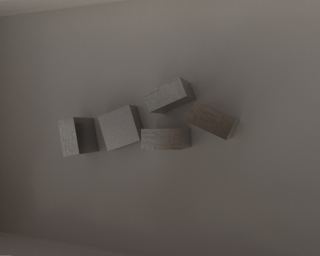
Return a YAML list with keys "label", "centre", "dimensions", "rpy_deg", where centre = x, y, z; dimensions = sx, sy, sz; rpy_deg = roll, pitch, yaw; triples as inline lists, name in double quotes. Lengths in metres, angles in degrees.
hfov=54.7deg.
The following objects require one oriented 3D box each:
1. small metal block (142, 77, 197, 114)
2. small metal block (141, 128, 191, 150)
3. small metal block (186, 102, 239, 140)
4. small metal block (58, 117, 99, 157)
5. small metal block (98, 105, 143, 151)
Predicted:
- label: "small metal block"
  centre: [0.013, -0.040, 0.392]
  dimensions: [0.050, 0.050, 0.025]
  rpy_deg: [-23, 83, 18]
- label: "small metal block"
  centre: [0.009, 0.013, 0.393]
  dimensions: [0.050, 0.050, 0.025]
  rpy_deg: [-1, 90, 19]
- label: "small metal block"
  centre: [0.065, -0.008, 0.374]
  dimensions: [0.050, 0.050, 0.025]
  rpy_deg: [26, 99, 18]
- label: "small metal block"
  centre: [-0.114, 0.012, 0.436]
  dimensions: [0.025, 0.050, 0.050]
  rpy_deg: [-11, 86, 19]
- label: "small metal block"
  centre: [-0.052, 0.000, 0.428]
  dimensions: [0.050, 0.025, 0.050]
  rpy_deg: [-19, 84, 18]
